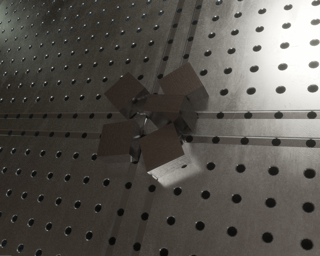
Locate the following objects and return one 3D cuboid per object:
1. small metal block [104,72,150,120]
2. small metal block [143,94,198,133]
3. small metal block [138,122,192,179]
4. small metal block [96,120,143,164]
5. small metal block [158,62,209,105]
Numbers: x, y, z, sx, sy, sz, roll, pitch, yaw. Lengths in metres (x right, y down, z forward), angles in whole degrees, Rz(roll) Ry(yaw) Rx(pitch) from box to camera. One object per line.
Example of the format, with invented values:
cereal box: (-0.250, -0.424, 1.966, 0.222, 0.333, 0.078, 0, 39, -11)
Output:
small metal block: (-0.048, -0.049, 0.461, 0.050, 0.025, 0.050, -43, 51, -2)
small metal block: (0.014, -0.019, 0.395, 0.050, 0.050, 0.025, 5, 64, 30)
small metal block: (0.006, 0.028, 0.387, 0.050, 0.025, 0.050, -27, 53, 11)
small metal block: (-0.054, 0.020, 0.423, 0.050, 0.025, 0.050, -7, 59, 24)
small metal block: (0.031, -0.055, 0.424, 0.050, 0.025, 0.050, -30, 52, 8)
